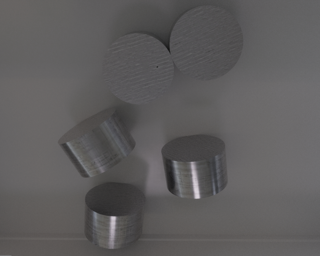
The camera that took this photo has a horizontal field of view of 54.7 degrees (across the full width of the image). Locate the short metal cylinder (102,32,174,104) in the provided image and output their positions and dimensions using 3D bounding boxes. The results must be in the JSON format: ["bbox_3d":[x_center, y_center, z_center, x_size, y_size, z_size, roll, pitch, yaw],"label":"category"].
[{"bbox_3d":[-0.025,-0.073,0.371,0.081,0.050,0.079,0,110,0],"label":"short metal cylinder"}]

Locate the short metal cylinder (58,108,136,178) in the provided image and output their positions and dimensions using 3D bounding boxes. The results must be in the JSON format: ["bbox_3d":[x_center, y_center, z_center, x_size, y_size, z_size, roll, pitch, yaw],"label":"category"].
[{"bbox_3d":[-0.078,0.017,0.387,0.080,0.080,0.050,-26,108,9],"label":"short metal cylinder"}]

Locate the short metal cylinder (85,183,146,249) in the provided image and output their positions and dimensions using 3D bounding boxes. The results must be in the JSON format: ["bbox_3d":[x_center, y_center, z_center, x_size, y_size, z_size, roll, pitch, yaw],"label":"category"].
[{"bbox_3d":[-0.062,0.117,0.425,0.081,0.080,0.050,6,110,-2],"label":"short metal cylinder"}]

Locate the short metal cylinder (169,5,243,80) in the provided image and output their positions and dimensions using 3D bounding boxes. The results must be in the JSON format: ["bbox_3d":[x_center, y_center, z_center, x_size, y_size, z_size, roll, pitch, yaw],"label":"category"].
[{"bbox_3d":[0.051,-0.100,0.361,0.081,0.050,0.079,0,110,0],"label":"short metal cylinder"}]

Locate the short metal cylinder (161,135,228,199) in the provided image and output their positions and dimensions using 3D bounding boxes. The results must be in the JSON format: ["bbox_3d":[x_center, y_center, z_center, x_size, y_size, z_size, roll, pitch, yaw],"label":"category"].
[{"bbox_3d":[0.045,0.047,0.400,0.080,0.080,0.050,-8,110,3],"label":"short metal cylinder"}]
